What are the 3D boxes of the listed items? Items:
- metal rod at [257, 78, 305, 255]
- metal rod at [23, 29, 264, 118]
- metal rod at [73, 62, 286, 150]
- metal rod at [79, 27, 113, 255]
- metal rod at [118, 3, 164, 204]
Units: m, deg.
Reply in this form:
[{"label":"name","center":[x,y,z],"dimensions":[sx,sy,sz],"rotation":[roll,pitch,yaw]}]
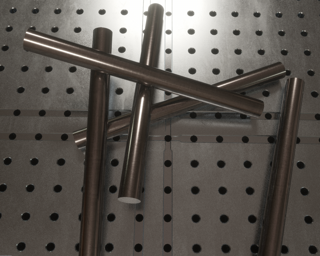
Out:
[{"label":"metal rod","center":[0.150,0.071,0.387],"dimensions":[0.025,0.025,0.299],"rotation":[15,70,5]},{"label":"metal rod","center":[-0.010,-0.063,0.386],"dimensions":[0.302,0.025,0.025],"rotation":[15,70,-12]},{"label":"metal rod","center":[0.032,-0.033,0.424],"dimensions":[0.302,0.025,0.025],"rotation":[-19,72,-8]},{"label":"metal rod","center":[-0.078,0.020,0.379],"dimensions":[0.025,0.025,0.298],"rotation":[1,79,0]},{"label":"metal rod","center":[-0.020,-0.052,0.407],"dimensions":[0.025,0.025,0.299],"rotation":[5,61,1]}]
